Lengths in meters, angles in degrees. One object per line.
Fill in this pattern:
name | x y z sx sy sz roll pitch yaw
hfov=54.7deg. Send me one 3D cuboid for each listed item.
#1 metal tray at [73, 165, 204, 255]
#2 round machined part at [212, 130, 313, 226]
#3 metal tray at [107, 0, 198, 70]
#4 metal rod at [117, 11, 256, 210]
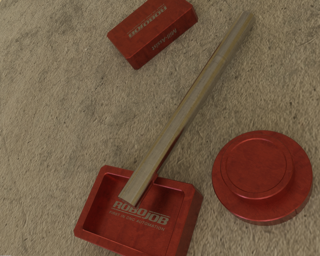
metal tray | -0.026 0.098 0.352 0.130 0.030 0.090 7 65 31
round machined part | 0.100 0.045 0.313 0.098 0.042 0.098 -13 56 20
metal tray | -0.015 -0.165 0.508 0.130 0.030 0.090 -39 51 1
metal rod | 0.044 -0.037 0.380 0.025 0.025 0.300 18 64 35
